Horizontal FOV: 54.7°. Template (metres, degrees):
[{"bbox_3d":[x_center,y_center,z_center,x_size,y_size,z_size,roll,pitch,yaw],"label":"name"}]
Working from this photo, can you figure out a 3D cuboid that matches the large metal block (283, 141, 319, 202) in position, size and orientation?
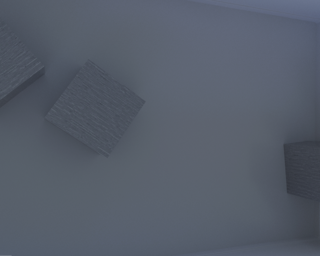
[{"bbox_3d":[0.239,0.063,0.469,0.050,0.080,0.079,-6,92,-20],"label":"large metal block"}]

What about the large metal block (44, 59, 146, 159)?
[{"bbox_3d":[-0.078,-0.021,0.368,0.080,0.050,0.080,36,78,-17],"label":"large metal block"}]

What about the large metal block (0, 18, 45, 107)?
[{"bbox_3d":[-0.183,-0.068,0.329,0.080,0.050,0.080,-43,104,-15],"label":"large metal block"}]
